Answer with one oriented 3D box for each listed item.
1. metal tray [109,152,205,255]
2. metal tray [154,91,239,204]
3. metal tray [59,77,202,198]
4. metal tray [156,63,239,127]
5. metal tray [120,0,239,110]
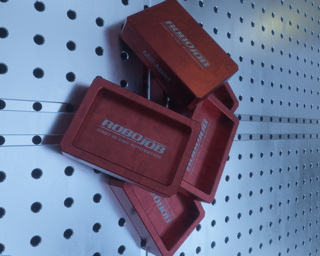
[{"bbox_3d":[0.002,0.095,0.409,0.091,0.030,0.129,-40,115,-33],"label":"metal tray"},{"bbox_3d":[0.053,0.024,0.413,0.090,0.030,0.130,36,68,-35],"label":"metal tray"},{"bbox_3d":[-0.030,0.012,0.342,0.131,0.030,0.090,24,72,-6],"label":"metal tray"},{"bbox_3d":[0.060,-0.054,0.458,0.090,0.030,0.130,-51,120,-28],"label":"metal tray"},{"bbox_3d":[0.026,-0.096,0.390,0.130,0.030,0.091,49,56,5],"label":"metal tray"}]
